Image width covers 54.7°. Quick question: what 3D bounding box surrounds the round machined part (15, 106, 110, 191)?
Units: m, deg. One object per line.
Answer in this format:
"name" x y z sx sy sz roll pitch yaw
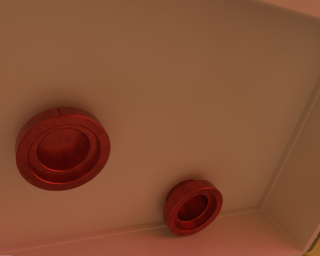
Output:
"round machined part" -0.110 0.019 0.350 0.099 0.042 0.097 -14 124 -21

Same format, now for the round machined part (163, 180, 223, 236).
"round machined part" 0.048 0.123 0.500 0.099 0.042 0.097 -14 124 -21
